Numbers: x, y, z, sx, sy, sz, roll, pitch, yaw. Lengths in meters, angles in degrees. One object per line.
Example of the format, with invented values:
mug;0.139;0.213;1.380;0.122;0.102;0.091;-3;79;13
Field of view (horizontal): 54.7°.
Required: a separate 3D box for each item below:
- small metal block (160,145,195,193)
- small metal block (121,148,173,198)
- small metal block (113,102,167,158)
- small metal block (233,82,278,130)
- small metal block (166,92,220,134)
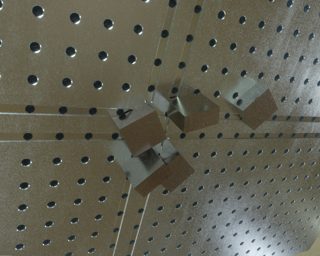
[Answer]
small metal block;0.017;0.061;0.460;0.050;0.025;0.050;-41;130;-1
small metal block;-0.019;0.057;0.422;0.050;0.050;0.025;-39;130;-2
small metal block;-0.025;0.002;0.401;0.050;0.025;0.050;-29;129;-10
small metal block;0.147;-0.033;0.474;0.050;0.025;0.050;-42;130;0
small metal block;0.042;-0.022;0.407;0.050;0.050;0.025;-16;125;-20
